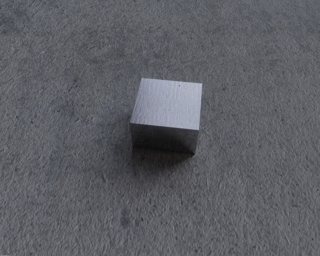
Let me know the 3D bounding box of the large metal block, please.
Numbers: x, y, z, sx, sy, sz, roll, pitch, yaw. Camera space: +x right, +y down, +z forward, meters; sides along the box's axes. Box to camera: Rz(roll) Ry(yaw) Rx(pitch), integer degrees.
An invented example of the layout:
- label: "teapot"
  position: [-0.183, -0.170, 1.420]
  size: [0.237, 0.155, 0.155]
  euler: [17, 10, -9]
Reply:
- label: "large metal block"
  position: [0.010, -0.016, 0.402]
  size: [0.080, 0.050, 0.080]
  euler: [6, 50, 4]
